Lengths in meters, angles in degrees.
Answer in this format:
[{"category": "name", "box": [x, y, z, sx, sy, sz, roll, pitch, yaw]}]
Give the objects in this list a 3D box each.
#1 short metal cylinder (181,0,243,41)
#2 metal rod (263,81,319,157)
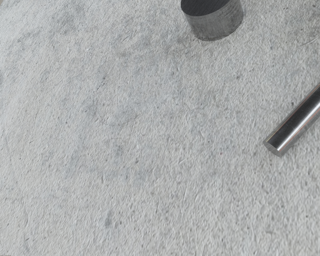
[{"category": "short metal cylinder", "box": [0.077, -0.175, 0.455, 0.080, 0.050, 0.080, -13, 56, 21]}, {"category": "metal rod", "box": [0.224, -0.084, 0.338, 0.300, 0.025, 0.025, -45, 51, -4]}]
